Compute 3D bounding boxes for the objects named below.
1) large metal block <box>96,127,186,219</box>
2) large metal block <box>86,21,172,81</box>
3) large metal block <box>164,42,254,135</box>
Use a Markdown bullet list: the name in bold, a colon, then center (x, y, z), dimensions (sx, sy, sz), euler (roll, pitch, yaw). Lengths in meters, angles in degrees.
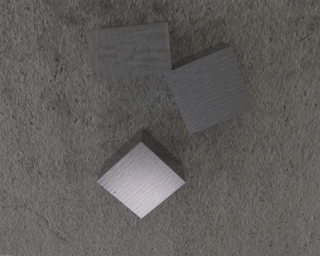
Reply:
- **large metal block**: center (-0.024, 0.060, 0.418), dimensions (0.080, 0.050, 0.080), euler (-42, 105, 14)
- **large metal block**: center (-0.030, -0.089, 0.347), dimensions (0.080, 0.080, 0.050), euler (-5, 110, 2)
- **large metal block**: center (0.057, -0.050, 0.379), dimensions (0.080, 0.050, 0.080), euler (-22, 109, 7)
